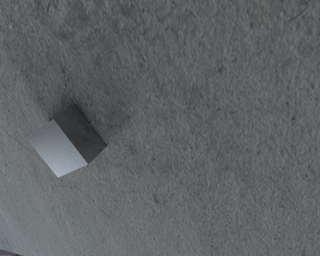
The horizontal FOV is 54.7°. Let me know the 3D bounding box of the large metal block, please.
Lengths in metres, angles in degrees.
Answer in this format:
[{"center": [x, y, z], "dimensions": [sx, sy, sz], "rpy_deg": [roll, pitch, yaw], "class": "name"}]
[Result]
[{"center": [-0.144, 0.021, 0.477], "dimensions": [0.080, 0.050, 0.080], "rpy_deg": [-25, 105, 36], "class": "large metal block"}]
